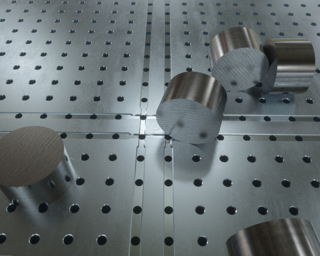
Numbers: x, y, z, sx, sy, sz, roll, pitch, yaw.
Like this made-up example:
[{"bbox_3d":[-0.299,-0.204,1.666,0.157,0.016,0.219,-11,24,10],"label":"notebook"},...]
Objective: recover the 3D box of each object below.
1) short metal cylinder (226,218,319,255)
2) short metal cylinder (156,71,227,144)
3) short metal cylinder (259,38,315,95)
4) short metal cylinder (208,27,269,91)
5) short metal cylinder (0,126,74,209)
[{"bbox_3d":[0.104,0.120,0.272,0.081,0.080,0.050,-5,50,-5],"label":"short metal cylinder"},{"bbox_3d":[0.041,-0.024,0.393,0.080,0.080,0.050,14,52,11],"label":"short metal cylinder"},{"bbox_3d":[0.180,-0.089,0.449,0.050,0.080,0.080,-1,50,-1],"label":"short metal cylinder"},{"bbox_3d":[0.114,-0.101,0.458,0.081,0.080,0.050,-1,50,-1],"label":"short metal cylinder"},{"bbox_3d":[-0.145,0.044,0.353,0.081,0.050,0.080,0,50,0],"label":"short metal cylinder"}]
